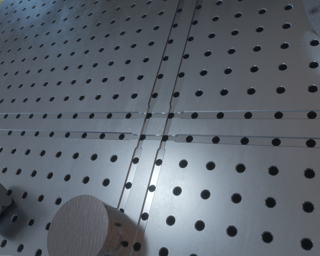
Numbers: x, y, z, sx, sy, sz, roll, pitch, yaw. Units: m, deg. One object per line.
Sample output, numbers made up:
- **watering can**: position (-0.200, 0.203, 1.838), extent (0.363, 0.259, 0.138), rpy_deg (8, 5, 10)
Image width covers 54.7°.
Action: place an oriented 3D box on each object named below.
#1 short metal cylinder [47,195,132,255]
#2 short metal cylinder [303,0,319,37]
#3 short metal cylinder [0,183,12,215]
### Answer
- **short metal cylinder**: position (-0.080, 0.123, 0.357), extent (0.080, 0.050, 0.080), rpy_deg (-13, 57, 20)
- **short metal cylinder**: position (0.208, -0.140, 0.350), extent (0.050, 0.080, 0.080), rpy_deg (-28, 52, 10)
- **short metal cylinder**: position (-0.266, 0.104, 0.446), extent (0.050, 0.080, 0.080), rpy_deg (-48, 52, -5)
